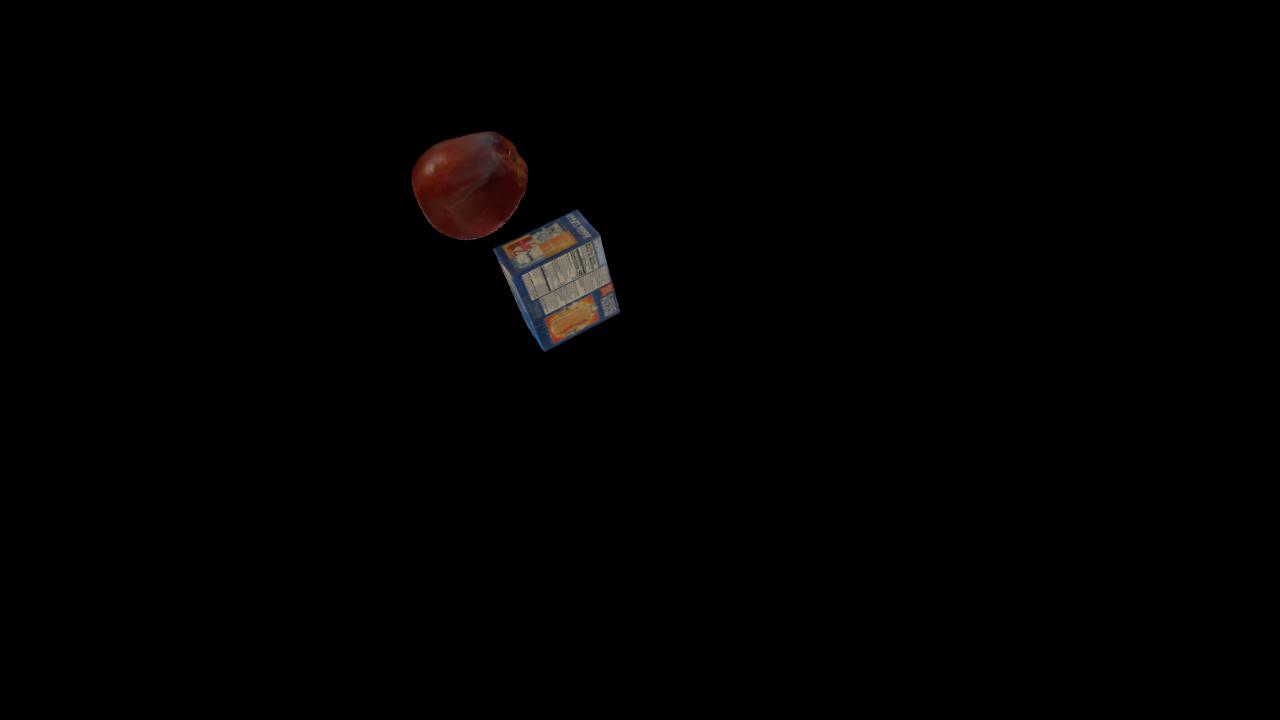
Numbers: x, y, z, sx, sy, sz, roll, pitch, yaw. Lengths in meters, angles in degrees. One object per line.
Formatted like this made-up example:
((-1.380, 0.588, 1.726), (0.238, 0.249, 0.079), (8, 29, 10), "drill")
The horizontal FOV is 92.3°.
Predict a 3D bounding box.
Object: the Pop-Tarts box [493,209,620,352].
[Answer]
((-0.122, -0.118, 0.936), (0.141, 0.083, 0.167), (-28, -36, -11), "Pop-Tarts box")

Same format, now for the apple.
((-0.135, -0.138, 0.491), (0.093, 0.079, 0.079), (-21, -6, 16), "apple")
